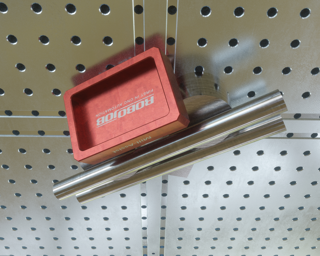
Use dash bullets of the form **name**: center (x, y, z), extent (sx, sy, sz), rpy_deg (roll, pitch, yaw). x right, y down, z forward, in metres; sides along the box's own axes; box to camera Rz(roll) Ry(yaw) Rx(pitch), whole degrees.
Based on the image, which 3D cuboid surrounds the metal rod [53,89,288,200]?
- **metal rod**: center (-0.003, 0.028, 0.368), extent (0.300, 0.025, 0.025), rpy_deg (-23, 127, 18)

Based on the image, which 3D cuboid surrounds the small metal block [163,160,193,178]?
- **small metal block**: center (0.022, 0.043, 0.447), extent (0.050, 0.025, 0.050), rpy_deg (11, 129, -10)

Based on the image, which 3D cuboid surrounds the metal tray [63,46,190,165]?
- **metal tray**: center (-0.042, -0.022, 0.347), extent (0.130, 0.090, 0.030), rpy_deg (-23, 159, 17)

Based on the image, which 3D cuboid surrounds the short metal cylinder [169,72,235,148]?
- **short metal cylinder**: center (0.046, -0.021, 0.378), extent (0.081, 0.050, 0.079), rpy_deg (0, 130, 0)

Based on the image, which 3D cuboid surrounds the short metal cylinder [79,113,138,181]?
- **short metal cylinder**: center (-0.065, 0.026, 0.416), extent (0.081, 0.050, 0.079), rpy_deg (0, 130, 0)

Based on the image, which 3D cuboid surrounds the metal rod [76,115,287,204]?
- **metal rod**: center (0.015, 0.046, 0.417), extent (0.300, 0.025, 0.025), rpy_deg (-22, 127, 17)
